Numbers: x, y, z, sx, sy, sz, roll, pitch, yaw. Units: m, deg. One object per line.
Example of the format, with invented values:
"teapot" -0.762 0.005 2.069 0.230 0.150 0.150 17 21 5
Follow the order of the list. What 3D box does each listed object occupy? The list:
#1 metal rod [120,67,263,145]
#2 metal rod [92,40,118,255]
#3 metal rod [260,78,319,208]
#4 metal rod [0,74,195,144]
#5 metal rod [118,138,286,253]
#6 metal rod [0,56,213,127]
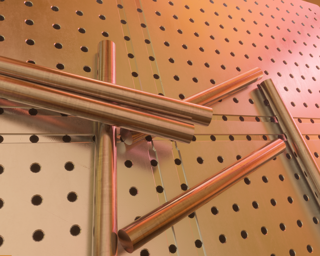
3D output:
"metal rod" 0.067 -0.044 0.470 0.302 0.025 0.025 -26 76 -37
"metal rod" -0.063 0.015 0.364 0.025 0.025 0.299 9 58 -23
"metal rod" 0.235 0.049 0.503 0.025 0.025 0.299 -4 64 -30
"metal rod" -0.107 -0.028 0.343 0.302 0.025 0.025 14 56 -11
"metal rod" 0.077 0.069 0.396 0.302 0.025 0.025 -20 73 -39
"metal rod" -0.083 -0.046 0.362 0.302 0.025 0.025 13 56 -11
